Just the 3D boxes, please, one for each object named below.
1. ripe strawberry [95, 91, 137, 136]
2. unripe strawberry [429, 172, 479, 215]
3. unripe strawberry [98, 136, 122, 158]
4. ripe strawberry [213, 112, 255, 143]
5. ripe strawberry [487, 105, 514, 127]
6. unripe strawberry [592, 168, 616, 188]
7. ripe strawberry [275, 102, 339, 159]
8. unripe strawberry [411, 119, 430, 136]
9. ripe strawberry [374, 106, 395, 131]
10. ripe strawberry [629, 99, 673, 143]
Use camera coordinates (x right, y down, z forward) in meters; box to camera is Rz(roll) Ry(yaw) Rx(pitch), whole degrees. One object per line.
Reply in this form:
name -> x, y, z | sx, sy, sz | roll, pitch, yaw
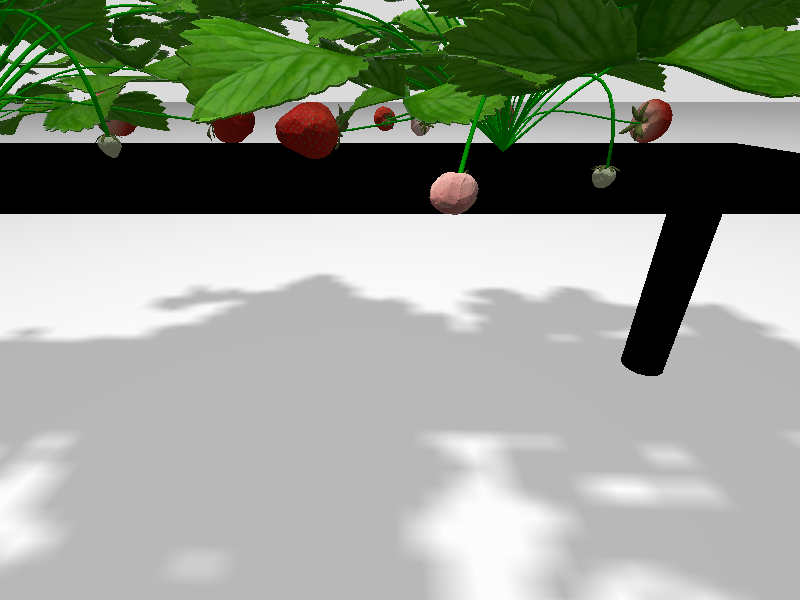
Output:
ripe strawberry -> -0.314, -0.210, 0.450 | 0.045, 0.047, 0.049 | 9, 28, 17
unripe strawberry -> 0.020, -0.040, 0.152 | 0.019, 0.017, 0.017 | 9, 42, 16
unripe strawberry -> -0.161, -0.085, 0.223 | 0.011, 0.011, 0.011 | 14, 31, 26
ripe strawberry -> -0.153, -0.165, 0.367 | 0.039, 0.040, 0.035 | -6, 28, -12
ripe strawberry -> 0.116, -0.211, 0.461 | 0.031, 0.035, 0.033 | 5, 27, 10
unripe strawberry -> 0.100, -0.060, 0.196 | 0.011, 0.010, 0.010 | -3, 28, -5
ripe strawberry -> -0.065, -0.118, 0.280 | 0.042, 0.036, 0.042 | -9, 29, -15
unripe strawberry -> 0.022, -0.193, 0.436 | 0.022, 0.025, 0.024 | -13, 30, -24
ripe strawberry -> -0.021, -0.227, 0.501 | 0.027, 0.028, 0.029 | -14, 30, -25
ripe strawberry -> 0.234, -0.165, 0.370 | 0.036, 0.037, 0.033 | -9, 29, -18
